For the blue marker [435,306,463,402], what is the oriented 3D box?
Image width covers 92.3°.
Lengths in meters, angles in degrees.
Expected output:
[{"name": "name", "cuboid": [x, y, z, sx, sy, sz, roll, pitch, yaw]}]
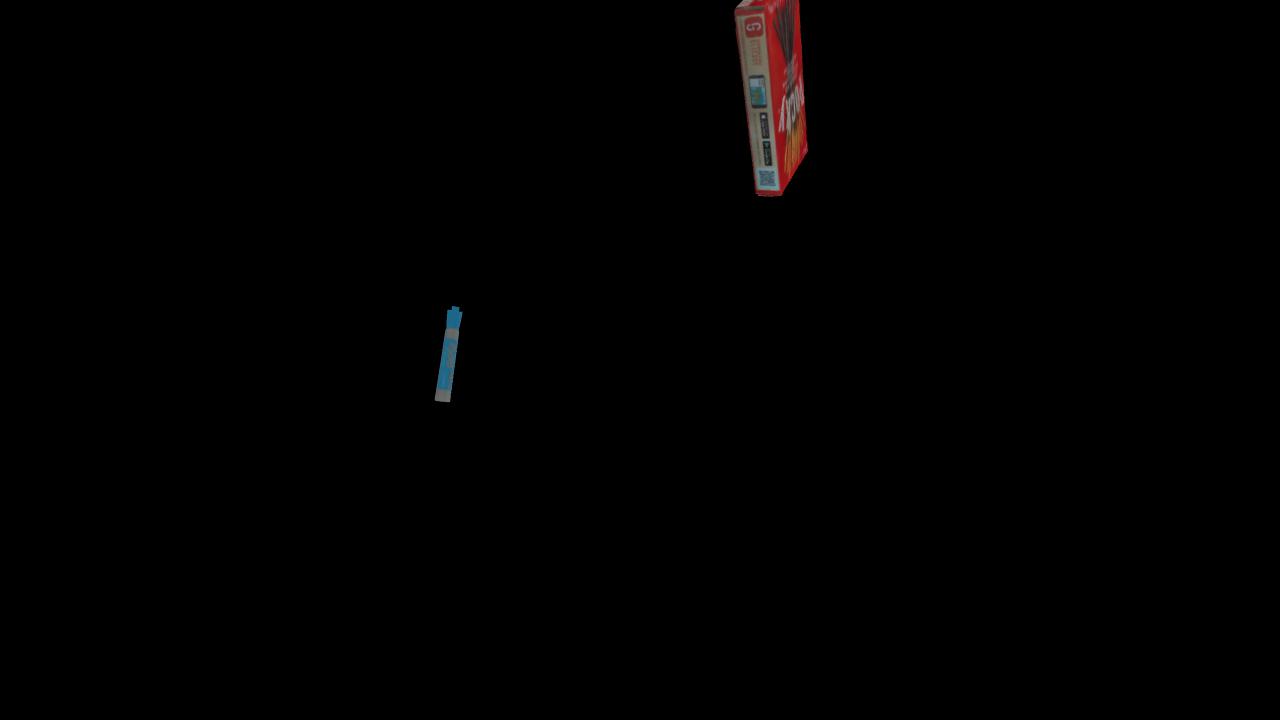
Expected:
[{"name": "blue marker", "cuboid": [-0.241, -0.008, 0.775, 0.020, 0.121, 0.020, 7, -2, 0]}]

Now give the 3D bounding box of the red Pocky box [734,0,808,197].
[{"name": "red Pocky box", "cuboid": [0.113, -0.225, 0.512, 0.028, 0.155, 0.083, 9, 49, 27]}]
